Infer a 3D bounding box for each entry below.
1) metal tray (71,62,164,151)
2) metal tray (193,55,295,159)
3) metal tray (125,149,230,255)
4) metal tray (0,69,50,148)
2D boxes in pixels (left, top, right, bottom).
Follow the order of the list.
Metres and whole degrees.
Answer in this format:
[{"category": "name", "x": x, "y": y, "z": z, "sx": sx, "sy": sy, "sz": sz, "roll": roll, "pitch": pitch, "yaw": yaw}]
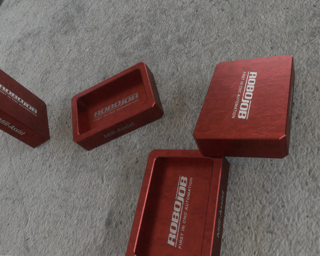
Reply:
[{"category": "metal tray", "x": -0.066, "y": -0.032, "z": 0.454, "sx": 0.130, "sy": 0.030, "sz": 0.090, "roll": -24, "pitch": 53, "yaw": 13}, {"category": "metal tray", "x": 0.098, "y": -0.027, "z": 0.345, "sx": 0.090, "sy": 0.030, "sz": 0.130, "roll": 0, "pitch": 47, "yaw": 28}, {"category": "metal tray", "x": 0.021, "y": 0.088, "z": 0.335, "sx": 0.090, "sy": 0.030, "sz": 0.130, "roll": -2, "pitch": 61, "yaw": 27}, {"category": "metal tray", "x": -0.230, "y": -0.035, "z": 0.479, "sx": 0.030, "sy": 0.130, "sz": 0.090, "roll": -30, "pitch": 52, "yaw": 10}]
